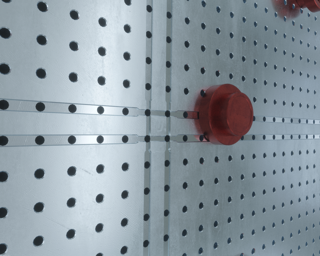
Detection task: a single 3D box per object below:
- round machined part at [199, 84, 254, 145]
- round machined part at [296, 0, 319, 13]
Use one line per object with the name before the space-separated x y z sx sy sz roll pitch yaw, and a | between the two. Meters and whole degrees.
round machined part | 0.111 -0.021 0.489 0.099 0.042 0.097 0 90 -40
round machined part | 0.326 -0.299 0.668 0.099 0.042 0.097 0 90 -40
